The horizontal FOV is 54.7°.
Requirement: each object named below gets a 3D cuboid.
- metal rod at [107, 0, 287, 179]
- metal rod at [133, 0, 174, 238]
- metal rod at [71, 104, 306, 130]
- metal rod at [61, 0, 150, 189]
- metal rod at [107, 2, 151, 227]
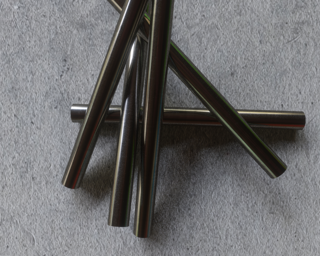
[{"bbox_3d":[0.047,-0.054,0.381,0.025,0.025,0.300,-43,93,0],"label":"metal rod"},{"bbox_3d":[-0.009,-0.005,0.375,0.025,0.025,0.298,5,104,0],"label":"metal rod"},{"bbox_3d":[0.037,-0.015,0.410,0.302,0.025,0.025,2,90,0],"label":"metal rod"},{"bbox_3d":[-0.061,-0.059,0.370,0.025,0.025,0.298,23,105,0],"label":"metal rod"},{"bbox_3d":[-0.035,-0.033,0.386,0.025,0.025,0.299,5,81,0],"label":"metal rod"}]
